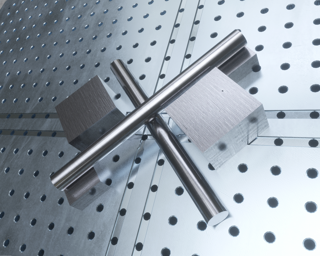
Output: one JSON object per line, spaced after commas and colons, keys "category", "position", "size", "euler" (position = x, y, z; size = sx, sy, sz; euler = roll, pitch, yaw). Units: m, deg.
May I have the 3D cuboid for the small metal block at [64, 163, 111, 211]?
{"category": "small metal block", "position": [-0.101, 0.073, 0.417], "size": [0.050, 0.025, 0.050], "euler": [-39, 51, 2]}

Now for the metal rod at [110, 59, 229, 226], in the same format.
{"category": "metal rod", "position": [-0.005, -0.004, 0.412], "size": [0.025, 0.025, 0.300], "euler": [-37, 51, 4]}

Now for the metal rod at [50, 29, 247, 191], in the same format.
{"category": "metal rod", "position": [-0.015, -0.022, 0.397], "size": [0.300, 0.025, 0.025], "euler": [-38, 51, 2]}

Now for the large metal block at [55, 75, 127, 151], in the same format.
{"category": "large metal block", "position": [-0.097, -0.018, 0.454], "size": [0.080, 0.050, 0.080], "euler": [-37, 51, 3]}

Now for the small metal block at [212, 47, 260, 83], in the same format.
{"category": "small metal block", "position": [0.095, -0.088, 0.413], "size": [0.050, 0.025, 0.050], "euler": [-38, 51, 3]}

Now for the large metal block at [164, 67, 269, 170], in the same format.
{"category": "large metal block", "position": [0.066, -0.012, 0.365], "size": [0.080, 0.050, 0.080], "euler": [-40, 51, 1]}
